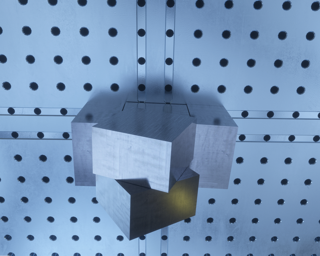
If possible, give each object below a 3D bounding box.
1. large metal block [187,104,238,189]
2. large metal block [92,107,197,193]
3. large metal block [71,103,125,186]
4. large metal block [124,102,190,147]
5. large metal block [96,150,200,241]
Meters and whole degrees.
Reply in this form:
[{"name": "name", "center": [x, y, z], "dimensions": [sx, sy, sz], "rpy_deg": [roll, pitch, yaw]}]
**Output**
[{"name": "large metal block", "center": [0.058, 0.020, 0.392], "dimensions": [0.050, 0.080, 0.079], "rpy_deg": [4, 110, -2]}, {"name": "large metal block", "center": [-0.013, 0.017, 0.322], "dimensions": [0.080, 0.080, 0.050], "rpy_deg": [11, 111, 20]}, {"name": "large metal block", "center": [-0.074, 0.018, 0.390], "dimensions": [0.050, 0.080, 0.079], "rpy_deg": [2, 110, -1]}, {"name": "large metal block", "center": [-0.007, 0.013, 0.403], "dimensions": [0.081, 0.050, 0.079], "rpy_deg": [2, 110, -2]}, {"name": "large metal block", "center": [-0.016, 0.065, 0.337], "dimensions": [0.081, 0.080, 0.050], "rpy_deg": [-10, 114, -32]}]
